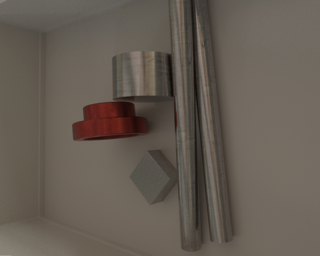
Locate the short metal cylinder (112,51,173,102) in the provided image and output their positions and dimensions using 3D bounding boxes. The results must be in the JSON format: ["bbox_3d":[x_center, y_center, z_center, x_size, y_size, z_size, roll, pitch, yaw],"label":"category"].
[{"bbox_3d":[-0.019,-0.060,0.384,0.080,0.081,0.050,-2,89,39],"label":"short metal cylinder"}]

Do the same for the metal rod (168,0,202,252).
[{"bbox_3d":[0.030,-0.005,0.360,0.025,0.025,0.298,1,97,39],"label":"metal rod"}]

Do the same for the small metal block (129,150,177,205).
[{"bbox_3d":[-0.007,0.065,0.410,0.050,0.025,0.050,48,118,28],"label":"small metal block"}]

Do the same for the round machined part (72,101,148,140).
[{"bbox_3d":[-0.066,-0.009,0.412,0.098,0.099,0.042,-9,84,39],"label":"round machined part"}]

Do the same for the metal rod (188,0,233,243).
[{"bbox_3d":[0.055,-0.023,0.359,0.025,0.025,0.298,-9,84,39],"label":"metal rod"}]
